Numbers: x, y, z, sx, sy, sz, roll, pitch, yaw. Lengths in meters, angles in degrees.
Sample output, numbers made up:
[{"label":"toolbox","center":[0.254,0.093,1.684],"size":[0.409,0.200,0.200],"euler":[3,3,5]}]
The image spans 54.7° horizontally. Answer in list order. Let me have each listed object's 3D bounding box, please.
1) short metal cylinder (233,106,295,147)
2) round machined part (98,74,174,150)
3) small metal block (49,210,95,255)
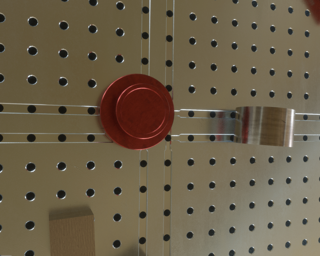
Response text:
[{"label":"short metal cylinder","center":[0.146,-0.001,0.437],"size":[0.081,0.080,0.050],"euler":[5,89,-20]},{"label":"round machined part","center":[-0.027,-0.021,0.394],"size":[0.099,0.042,0.097],"euler":[0,90,-20]},{"label":"small metal block","center":[-0.106,0.130,0.374],"size":[0.050,0.025,0.050],"euler":[-2,91,-20]}]
